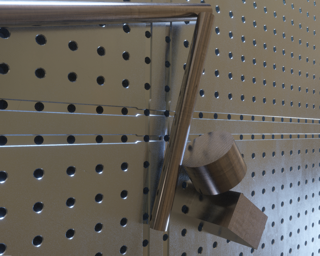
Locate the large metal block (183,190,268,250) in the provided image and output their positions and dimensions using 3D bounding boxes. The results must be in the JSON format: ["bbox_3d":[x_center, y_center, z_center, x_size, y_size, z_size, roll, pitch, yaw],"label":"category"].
[{"bbox_3d":[0.097,0.129,0.454,0.080,0.080,0.050,42,65,-32],"label":"large metal block"}]

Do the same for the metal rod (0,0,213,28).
[{"bbox_3d":[-0.043,-0.139,0.372,0.302,0.025,0.025,-18,102,-39],"label":"metal rod"}]

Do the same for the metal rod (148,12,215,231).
[{"bbox_3d":[0.031,-0.013,0.422,0.025,0.025,0.299,18,83,-39],"label":"metal rod"}]

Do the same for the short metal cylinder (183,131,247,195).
[{"bbox_3d":[0.074,0.048,0.436,0.080,0.080,0.050,-44,117,-31],"label":"short metal cylinder"}]
